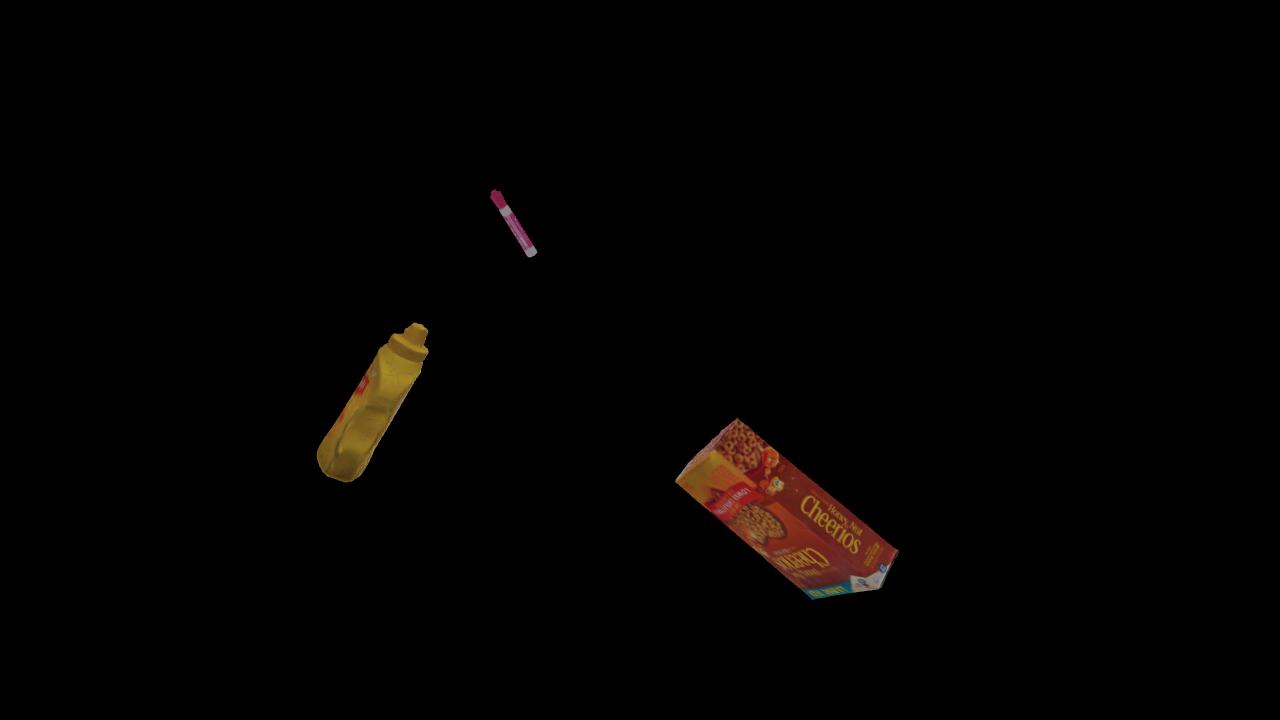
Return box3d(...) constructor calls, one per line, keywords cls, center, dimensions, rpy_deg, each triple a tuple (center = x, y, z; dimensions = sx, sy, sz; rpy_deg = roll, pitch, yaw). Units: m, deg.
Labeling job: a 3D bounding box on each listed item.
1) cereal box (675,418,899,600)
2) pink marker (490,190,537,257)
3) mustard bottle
box3d(cls="cereal box", center=(0.216, 0.243, 0.967), dimensions=(0.081, 0.306, 0.203), rpy_deg=(-46, -6, -27))
box3d(cls="pink marker", center=(-0.203, -0.218, 0.985), dimensions=(0.020, 0.121, 0.020), rpy_deg=(-20, 36, 15))
box3d(cls="mustard bottle", center=(-0.288, 0.038, 0.683), dimensions=(0.054, 0.184, 0.092), rpy_deg=(31, 7, -21))
